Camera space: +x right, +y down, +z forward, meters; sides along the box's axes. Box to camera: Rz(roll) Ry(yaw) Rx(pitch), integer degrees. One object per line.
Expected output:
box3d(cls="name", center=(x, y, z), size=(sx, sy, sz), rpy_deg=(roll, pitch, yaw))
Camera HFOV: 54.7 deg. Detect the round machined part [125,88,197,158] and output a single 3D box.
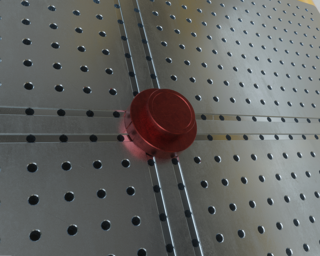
box3d(cls="round machined part", center=(0.007, -0.013, 0.410), size=(0.099, 0.042, 0.098), rpy_deg=(14, 56, -21))
